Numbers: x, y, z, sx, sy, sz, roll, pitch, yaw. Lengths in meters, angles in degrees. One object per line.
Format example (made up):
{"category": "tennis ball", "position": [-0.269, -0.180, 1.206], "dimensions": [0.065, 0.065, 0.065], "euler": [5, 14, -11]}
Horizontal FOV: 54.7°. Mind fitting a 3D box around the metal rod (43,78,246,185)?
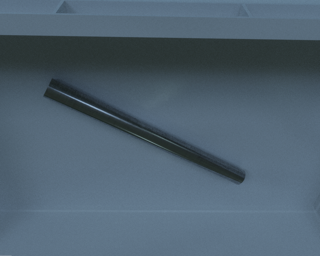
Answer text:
{"category": "metal rod", "position": [-0.005, 0.014, 0.418], "dimensions": [0.302, 0.025, 0.025], "euler": [26, 125, -21]}
